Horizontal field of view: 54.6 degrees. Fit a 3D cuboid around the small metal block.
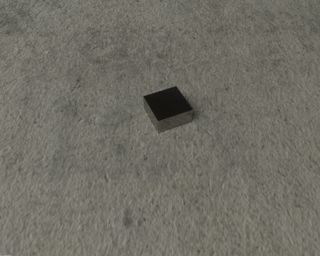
[{"bbox_3d":[0.010,-0.026,0.425,0.050,0.025,0.050,-19,53,-15],"label":"small metal block"}]
